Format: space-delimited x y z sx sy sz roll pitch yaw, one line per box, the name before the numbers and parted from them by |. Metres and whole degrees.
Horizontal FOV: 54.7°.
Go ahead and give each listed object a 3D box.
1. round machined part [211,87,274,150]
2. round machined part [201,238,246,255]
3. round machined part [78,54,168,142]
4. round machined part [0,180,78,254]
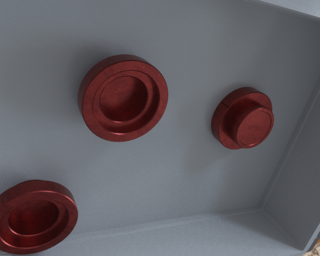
round machined part | 0.130 -0.008 0.463 0.099 0.042 0.097 -14 124 -21
round machined part | 0.123 0.265 0.631 0.099 0.042 0.097 -14 124 -21
round machined part | -0.044 -0.036 0.351 0.099 0.042 0.097 -14 124 -21
round machined part | -0.154 0.102 0.377 0.099 0.042 0.097 -14 124 -21
